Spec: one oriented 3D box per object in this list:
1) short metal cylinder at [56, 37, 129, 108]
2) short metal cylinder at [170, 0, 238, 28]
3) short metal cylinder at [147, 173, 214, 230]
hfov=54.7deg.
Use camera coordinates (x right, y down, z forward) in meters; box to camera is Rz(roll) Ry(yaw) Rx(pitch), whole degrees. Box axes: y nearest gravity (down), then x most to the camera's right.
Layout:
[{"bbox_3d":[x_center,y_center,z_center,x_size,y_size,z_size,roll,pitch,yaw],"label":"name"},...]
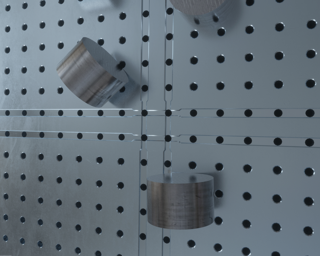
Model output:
[{"bbox_3d":[-0.089,-0.074,0.413,0.050,0.080,0.080,-41,77,15],"label":"short metal cylinder"},{"bbox_3d":[0.054,-0.170,0.380,0.080,0.050,0.079,0,90,19],"label":"short metal cylinder"},{"bbox_3d":[0.025,0.085,0.374,0.080,0.080,0.050,-1,90,19],"label":"short metal cylinder"}]
